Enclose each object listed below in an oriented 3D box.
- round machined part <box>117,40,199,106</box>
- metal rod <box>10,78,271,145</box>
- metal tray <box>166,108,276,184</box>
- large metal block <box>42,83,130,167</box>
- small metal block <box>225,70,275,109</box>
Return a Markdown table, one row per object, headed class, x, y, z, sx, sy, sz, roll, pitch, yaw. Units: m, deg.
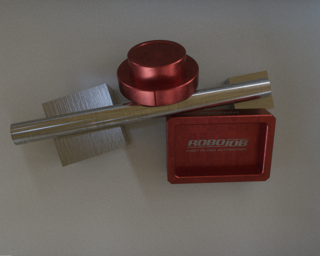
| class | x | y | z | sx | sy | sz | roll | pitch | yaw |
| --- | --- | --- | --- | --- | --- | --- | --- | --- | --- |
| round machined part | -0.003 | -0.072 | 0.371 | 0.099 | 0.098 | 0.042 | -4 | 131 | -1 |
| metal rod | -0.015 | -0.022 | 0.365 | 0.302 | 0.025 | 0.025 | -11 | 90 | -8 |
| metal tray | 0.074 | 0.023 | 0.394 | 0.131 | 0.030 | 0.089 | -2 | 110 | -1 |
| large metal block | -0.091 | -0.004 | 0.395 | 0.080 | 0.050 | 0.080 | -18 | 90 | -1 |
| small metal block | 0.118 | -0.045 | 0.411 | 0.050 | 0.025 | 0.050 | -11 | 90 | -1 |
